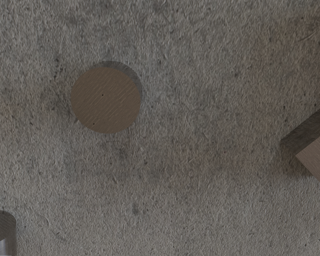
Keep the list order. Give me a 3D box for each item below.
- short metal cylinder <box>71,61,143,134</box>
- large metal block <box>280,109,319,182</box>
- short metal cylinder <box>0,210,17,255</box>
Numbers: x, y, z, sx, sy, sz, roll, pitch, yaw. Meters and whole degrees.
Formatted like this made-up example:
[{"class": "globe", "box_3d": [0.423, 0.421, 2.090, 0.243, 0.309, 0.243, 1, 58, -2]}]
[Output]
[{"class": "short metal cylinder", "box_3d": [-0.063, -0.039, 0.381, 0.081, 0.050, 0.079, 0, 110, 0]}, {"class": "large metal block", "box_3d": [0.224, 0.026, 0.408, 0.080, 0.050, 0.080, -43, 105, 14]}, {"class": "short metal cylinder", "box_3d": [-0.247, 0.160, 0.437, 0.081, 0.080, 0.050, 8, 110, -3]}]
